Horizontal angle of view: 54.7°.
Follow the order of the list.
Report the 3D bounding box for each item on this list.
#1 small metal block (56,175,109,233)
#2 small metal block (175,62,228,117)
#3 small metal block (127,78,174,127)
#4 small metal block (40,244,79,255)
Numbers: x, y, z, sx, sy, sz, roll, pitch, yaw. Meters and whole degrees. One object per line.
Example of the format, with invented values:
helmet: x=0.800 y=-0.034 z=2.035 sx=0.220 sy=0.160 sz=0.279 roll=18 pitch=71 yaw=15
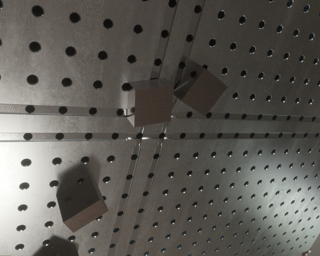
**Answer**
small metal block: x=-0.101 y=0.097 z=0.401 sx=0.050 sy=0.050 sz=0.025 roll=-31 pitch=129 yaw=-9
small metal block: x=0.053 y=-0.051 z=0.411 sx=0.050 sy=0.025 sz=0.050 roll=29 pitch=102 yaw=-38
small metal block: x=-0.012 y=-0.032 z=0.386 sx=0.050 sy=0.025 sz=0.050 roll=-10 pitch=123 yaw=-24
small metal block: x=-0.154 y=0.203 z=0.454 sx=0.050 sy=0.025 sz=0.050 roll=-45 pitch=130 yaw=3
